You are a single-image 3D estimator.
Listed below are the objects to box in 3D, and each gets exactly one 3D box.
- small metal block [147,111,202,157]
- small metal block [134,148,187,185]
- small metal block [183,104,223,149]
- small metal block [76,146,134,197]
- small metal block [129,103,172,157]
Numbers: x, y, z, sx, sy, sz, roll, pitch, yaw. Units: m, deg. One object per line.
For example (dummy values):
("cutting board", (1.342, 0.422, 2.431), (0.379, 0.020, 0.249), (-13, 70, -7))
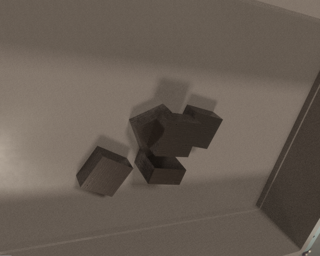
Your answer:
("small metal block", (0.018, 0.009, 0.393), (0.050, 0.025, 0.050), (5, 116, -31))
("small metal block", (0.000, 0.052, 0.426), (0.050, 0.050, 0.025), (8, 114, -33))
("small metal block", (0.053, -0.001, 0.439), (0.050, 0.025, 0.050), (13, 112, -34))
("small metal block", (-0.072, 0.058, 0.406), (0.050, 0.025, 0.050), (29, 102, -38))
("small metal block", (-0.007, 0.003, 0.408), (0.050, 0.025, 0.050), (-26, 128, -13))
